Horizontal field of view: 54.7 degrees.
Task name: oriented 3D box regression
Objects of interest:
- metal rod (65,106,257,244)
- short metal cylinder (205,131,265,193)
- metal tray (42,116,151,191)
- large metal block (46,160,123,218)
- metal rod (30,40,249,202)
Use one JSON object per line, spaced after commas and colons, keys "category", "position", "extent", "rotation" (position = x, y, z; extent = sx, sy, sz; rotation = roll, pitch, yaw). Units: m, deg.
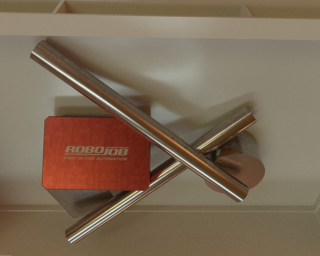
{"category": "metal rod", "position": [-0.005, 0.068, 0.417], "extent": [0.300, 0.025, 0.025], "rotation": [-35, 123, 9]}
{"category": "short metal cylinder", "position": [0.099, 0.047, 0.431], "extent": [0.081, 0.050, 0.079], "rotation": [0, 130, 0]}
{"category": "metal tray", "position": [-0.078, 0.032, 0.394], "extent": [0.131, 0.030, 0.089], "rotation": [1, 86, 0]}
{"category": "large metal block", "position": [-0.107, 0.082, 0.455], "extent": [0.080, 0.050, 0.080], "rotation": [-15, 129, 12]}
{"category": "metal rod", "position": [-0.014, 0.000, 0.368], "extent": [0.301, 0.025, 0.025], "rotation": [36, 122, -12]}
